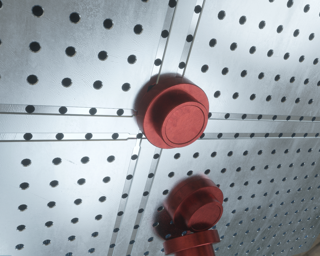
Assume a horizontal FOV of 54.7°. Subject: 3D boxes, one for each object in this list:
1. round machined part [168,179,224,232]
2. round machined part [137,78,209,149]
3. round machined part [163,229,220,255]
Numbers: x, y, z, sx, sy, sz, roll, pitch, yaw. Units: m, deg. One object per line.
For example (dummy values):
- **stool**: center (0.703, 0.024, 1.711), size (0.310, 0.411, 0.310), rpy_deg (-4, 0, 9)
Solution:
- **round machined part**: center (0.067, 0.138, 0.525), size (0.099, 0.042, 0.097), rpy_deg (-14, 124, -21)
- **round machined part**: center (0.024, -0.013, 0.407), size (0.099, 0.042, 0.097), rpy_deg (-14, 124, -21)
- **round machined part**: center (0.057, 0.209, 0.533), size (0.099, 0.042, 0.098), rpy_deg (-11, 155, -5)
